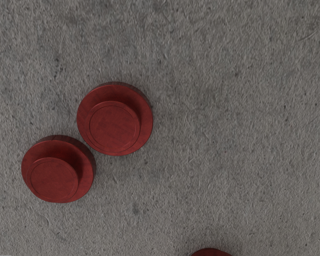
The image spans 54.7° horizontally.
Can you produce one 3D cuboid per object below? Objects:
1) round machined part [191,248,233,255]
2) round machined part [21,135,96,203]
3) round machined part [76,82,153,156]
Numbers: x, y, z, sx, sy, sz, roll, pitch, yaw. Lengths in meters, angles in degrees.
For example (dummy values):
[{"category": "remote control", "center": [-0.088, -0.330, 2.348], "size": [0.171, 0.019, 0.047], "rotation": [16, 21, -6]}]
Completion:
[{"category": "round machined part", "center": [0.079, 0.229, 0.486], "size": [0.099, 0.042, 0.097], "rotation": [0, 110, 0]}, {"category": "round machined part", "center": [-0.140, 0.062, 0.422], "size": [0.099, 0.042, 0.097], "rotation": [0, 110, 0]}, {"category": "round machined part", "center": [-0.058, -0.007, 0.397], "size": [0.099, 0.042, 0.097], "rotation": [0, 110, 0]}]
